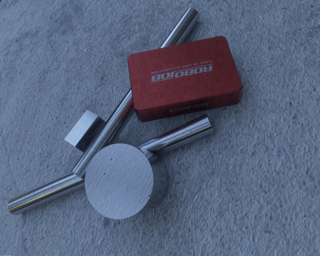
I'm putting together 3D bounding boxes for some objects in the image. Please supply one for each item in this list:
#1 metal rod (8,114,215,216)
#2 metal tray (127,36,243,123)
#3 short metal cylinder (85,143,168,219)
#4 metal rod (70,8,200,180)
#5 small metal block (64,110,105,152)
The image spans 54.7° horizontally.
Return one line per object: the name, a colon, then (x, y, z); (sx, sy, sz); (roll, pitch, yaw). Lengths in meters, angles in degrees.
metal rod: (-0.073, 0.053, 0.407); (0.301, 0.025, 0.025); (-24, 53, 13)
metal tray: (0.029, -0.064, 0.396); (0.131, 0.030, 0.090); (-11, 61, 2)
short metal cylinder: (-0.037, 0.060, 0.353); (0.080, 0.050, 0.080); (-3, 79, 18)
metal rod: (-0.024, -0.059, 0.433); (0.025, 0.025, 0.300); (18, 65, 34)
small metal block: (-0.094, 0.011, 0.428); (0.025, 0.050, 0.050); (26, 76, 36)
